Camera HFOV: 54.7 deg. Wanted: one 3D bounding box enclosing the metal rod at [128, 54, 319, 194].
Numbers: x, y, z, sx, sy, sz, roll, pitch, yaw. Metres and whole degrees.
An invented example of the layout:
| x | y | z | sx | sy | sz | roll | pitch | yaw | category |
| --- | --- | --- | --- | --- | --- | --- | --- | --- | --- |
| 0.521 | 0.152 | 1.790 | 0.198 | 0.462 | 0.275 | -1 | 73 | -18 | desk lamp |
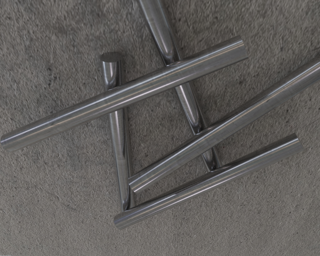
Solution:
| x | y | z | sx | sy | sz | roll | pitch | yaw | category |
| --- | --- | --- | --- | --- | --- | --- | --- | --- | --- |
| 0.085 | -0.004 | 0.377 | 0.300 | 0.025 | 0.025 | -34 | 123 | 16 | metal rod |

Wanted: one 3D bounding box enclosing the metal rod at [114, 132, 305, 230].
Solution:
| x | y | z | sx | sy | sz | roll | pitch | yaw | category |
| --- | --- | --- | --- | --- | --- | --- | --- | --- | --- |
| 0.055 | 0.085 | 0.445 | 0.300 | 0.025 | 0.025 | -29 | 124 | 22 | metal rod |

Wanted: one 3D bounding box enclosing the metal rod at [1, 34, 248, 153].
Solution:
| x | y | z | sx | sy | sz | roll | pitch | yaw | category |
| --- | --- | --- | --- | --- | --- | --- | --- | --- | --- |
| -0.053 | -0.031 | 0.346 | 0.301 | 0.025 | 0.025 | -20 | 127 | 16 | metal rod |

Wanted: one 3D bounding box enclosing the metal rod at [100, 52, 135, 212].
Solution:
| x | y | z | sx | sy | sz | roll | pitch | yaw | category |
| --- | --- | --- | --- | --- | --- | --- | --- | --- | --- |
| -0.054 | 0.036 | 0.436 | 0.025 | 0.025 | 0.298 | 0 | 130 | 0 | metal rod |

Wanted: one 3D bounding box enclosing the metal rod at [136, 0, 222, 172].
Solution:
| x | y | z | sx | sy | sz | roll | pitch | yaw | category |
| --- | --- | --- | --- | --- | --- | --- | --- | --- | --- |
| 0.030 | -0.043 | 0.370 | 0.025 | 0.025 | 0.299 | -16 | 129 | 13 | metal rod |
